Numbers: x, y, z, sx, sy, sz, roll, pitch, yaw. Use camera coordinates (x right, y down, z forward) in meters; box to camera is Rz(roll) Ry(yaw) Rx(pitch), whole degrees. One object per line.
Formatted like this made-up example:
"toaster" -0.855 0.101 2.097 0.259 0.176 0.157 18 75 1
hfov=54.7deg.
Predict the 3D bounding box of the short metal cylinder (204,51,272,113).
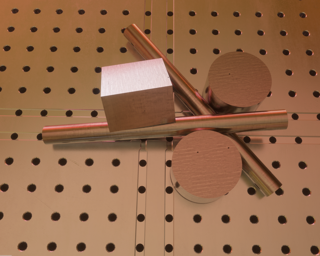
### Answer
"short metal cylinder" 0.101 -0.055 0.416 0.081 0.050 0.080 0 70 0

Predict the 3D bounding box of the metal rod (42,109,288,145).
"metal rod" 0.002 0.000 0.390 0.302 0.025 0.025 -4 70 5

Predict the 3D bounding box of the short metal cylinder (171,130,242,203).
"short metal cylinder" 0.054 0.048 0.377 0.081 0.050 0.080 0 70 0

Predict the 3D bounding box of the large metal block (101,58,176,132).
"large metal block" -0.029 -0.044 0.391 0.081 0.050 0.080 -9 36 -3

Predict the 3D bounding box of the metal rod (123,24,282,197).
"metal rod" 0.048 -0.034 0.421 0.025 0.025 0.300 -36 74 -12
